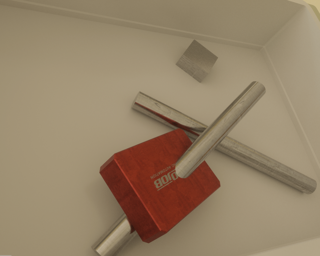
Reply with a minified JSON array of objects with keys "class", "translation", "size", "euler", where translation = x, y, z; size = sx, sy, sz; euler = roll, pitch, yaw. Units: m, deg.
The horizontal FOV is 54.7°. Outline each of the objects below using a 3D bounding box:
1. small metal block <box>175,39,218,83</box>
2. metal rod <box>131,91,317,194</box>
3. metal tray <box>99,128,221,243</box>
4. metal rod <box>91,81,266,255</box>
[{"class":"small metal block","translation":[0.061,-0.110,0.508],"size":[0.050,0.025,0.050],"euler":[36,51,-4]},{"class":"metal rod","translation":[0.100,0.026,0.445],"size":[0.301,0.025,0.025],"euler":[26,53,-13]},{"class":"metal tray","translation":[0.007,0.056,0.350],"size":[0.131,0.030,0.090],"euler":[-20,72,-53]},{"class":"metal rod","translation":[0.040,0.034,0.370],"size":[0.025,0.025,0.301],"euler":[46,62,3]}]
